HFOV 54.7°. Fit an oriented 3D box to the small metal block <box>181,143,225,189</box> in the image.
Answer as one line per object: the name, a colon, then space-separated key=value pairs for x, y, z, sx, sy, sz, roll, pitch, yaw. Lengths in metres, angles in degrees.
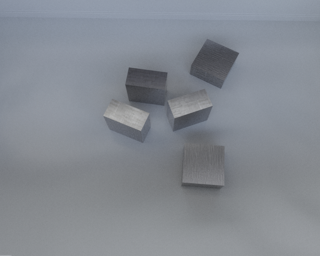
small metal block: x=0.054 y=0.048 z=0.392 sx=0.050 sy=0.025 sz=0.050 roll=4 pitch=70 yaw=1

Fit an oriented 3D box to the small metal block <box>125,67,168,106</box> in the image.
small metal block: x=-0.017 y=-0.054 z=0.416 sx=0.050 sy=0.050 sz=0.025 roll=8 pitch=71 yaw=3

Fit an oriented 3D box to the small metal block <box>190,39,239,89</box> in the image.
small metal block: x=0.077 y=-0.092 z=0.444 sx=0.050 sy=0.025 sz=0.050 roll=27 pitch=72 yaw=9

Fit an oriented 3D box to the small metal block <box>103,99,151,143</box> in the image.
small metal block: x=-0.041 y=-0.008 z=0.399 sx=0.050 sy=0.050 sz=0.025 roll=22 pitch=72 yaw=8

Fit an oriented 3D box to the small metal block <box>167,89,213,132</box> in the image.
small metal block: x=0.037 y=-0.022 z=0.405 sx=0.050 sy=0.050 sz=0.025 roll=-18 pitch=71 yaw=-7
